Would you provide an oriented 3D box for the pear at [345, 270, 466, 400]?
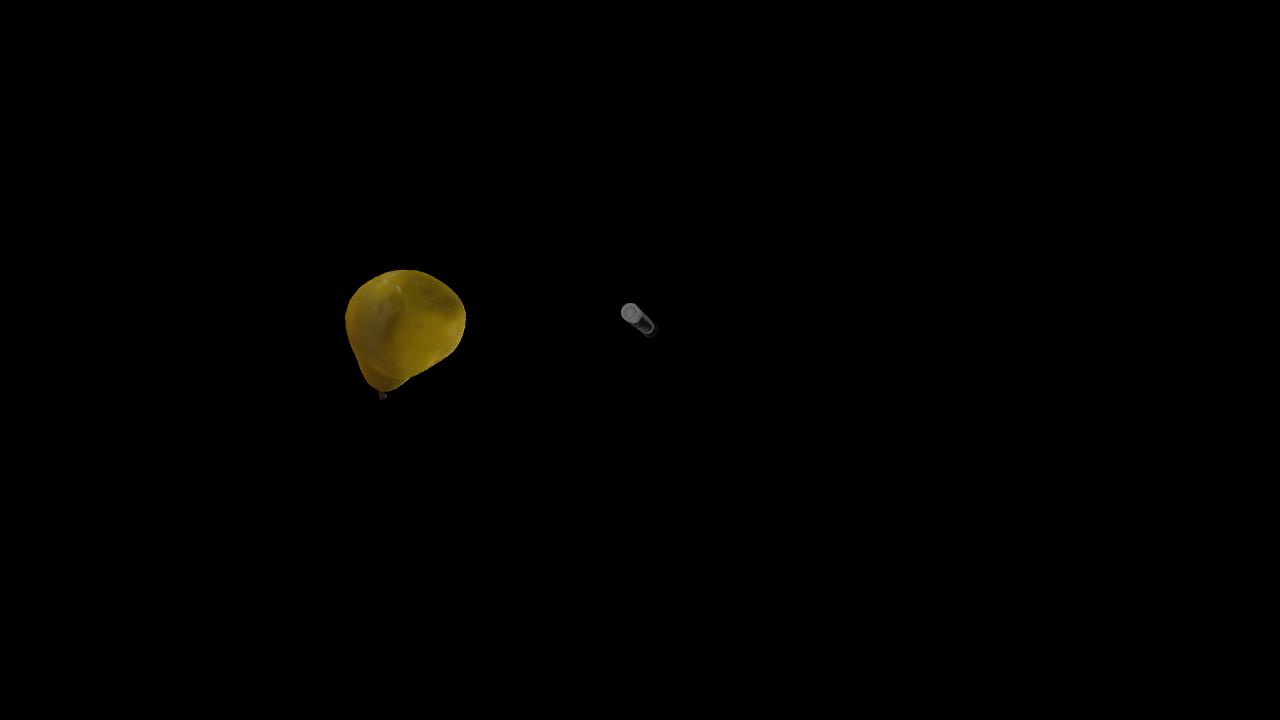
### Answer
[{"bbox_3d":[-0.176,-0.010,0.437,0.080,0.111,0.080,34,21,-15],"label":"pear"}]

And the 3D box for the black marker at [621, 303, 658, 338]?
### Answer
[{"bbox_3d":[0.002,-0.041,0.668,0.020,0.020,0.121,0,-6,11],"label":"black marker"}]
